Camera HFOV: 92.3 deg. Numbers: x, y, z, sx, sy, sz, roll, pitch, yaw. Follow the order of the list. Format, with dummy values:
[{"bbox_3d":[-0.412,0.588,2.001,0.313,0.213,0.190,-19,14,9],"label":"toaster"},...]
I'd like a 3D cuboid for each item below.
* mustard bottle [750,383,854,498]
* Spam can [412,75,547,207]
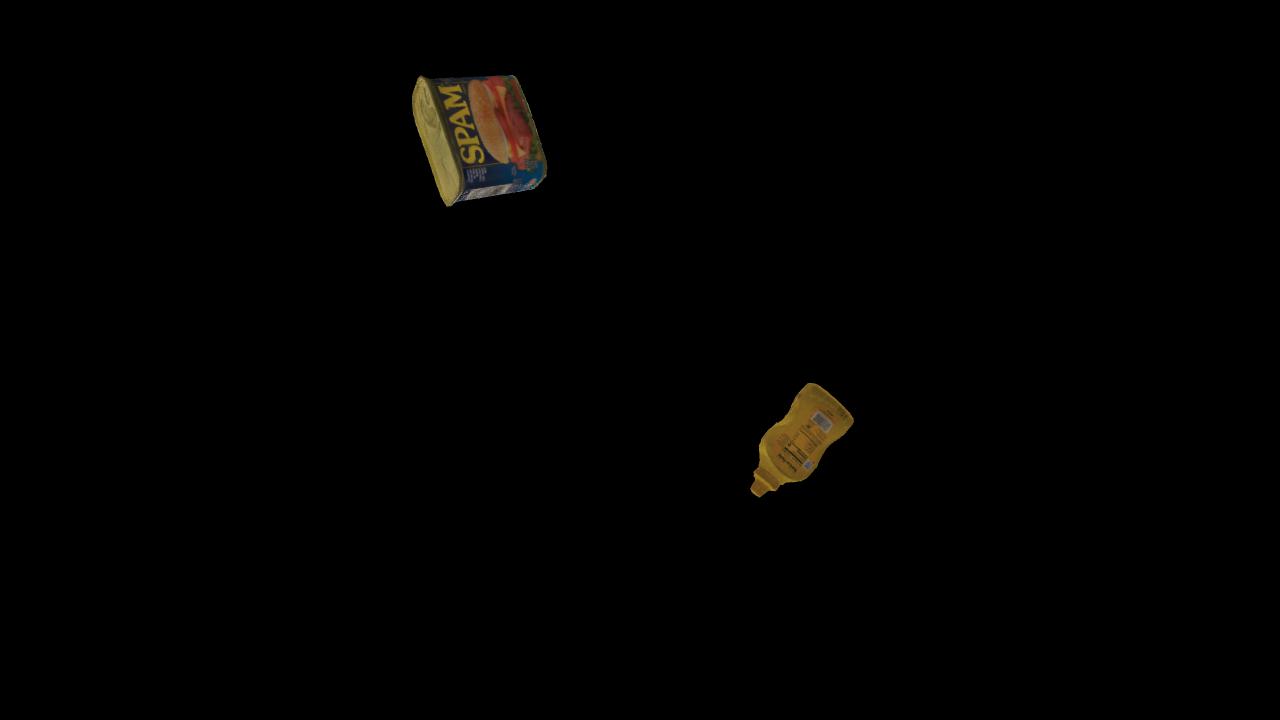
[{"bbox_3d":[0.227,0.129,0.911,0.092,0.184,0.054,43,-8,-11],"label":"mustard bottle"},{"bbox_3d":[-0.139,-0.193,0.537,0.085,0.101,0.058,-19,2,-32],"label":"Spam can"}]
